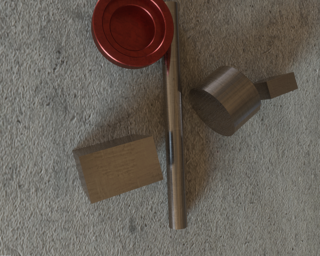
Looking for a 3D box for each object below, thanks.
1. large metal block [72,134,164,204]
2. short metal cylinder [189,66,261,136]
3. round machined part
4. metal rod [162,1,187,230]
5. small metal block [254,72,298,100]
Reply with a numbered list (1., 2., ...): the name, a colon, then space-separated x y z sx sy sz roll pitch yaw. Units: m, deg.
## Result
1. large metal block: -0.052 0.042 0.361 0.081 0.080 0.050 -15 96 -20
2. short metal cylinder: 0.085 -0.035 0.413 0.050 0.080 0.080 -40 103 -16
3. round machined part: -0.036 -0.122 0.386 0.099 0.042 0.097 0 90 -18
4. metal rod: 0.018 -0.016 0.416 0.025 0.025 0.298 -3 91 -20
5. small metal block: 0.164 -0.060 0.458 0.050 0.050 0.025 -20 97 -19
